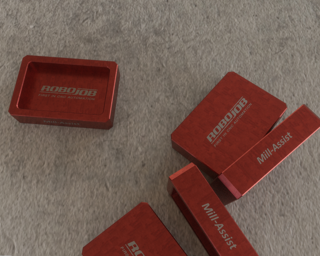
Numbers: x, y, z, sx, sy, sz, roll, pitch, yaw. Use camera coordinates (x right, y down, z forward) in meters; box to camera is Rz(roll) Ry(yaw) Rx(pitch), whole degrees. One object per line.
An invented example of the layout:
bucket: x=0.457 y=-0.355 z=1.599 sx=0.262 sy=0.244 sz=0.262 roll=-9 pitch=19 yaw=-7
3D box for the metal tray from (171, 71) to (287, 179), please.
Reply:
metal tray: x=0.088 y=-0.003 z=0.401 sx=0.090 sy=0.030 sz=0.130 roll=37 pitch=73 yaw=19

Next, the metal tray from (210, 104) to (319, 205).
metal tray: x=0.118 y=0.035 z=0.362 sx=0.131 sy=0.090 sz=0.030 roll=-37 pitch=75 yaw=-13

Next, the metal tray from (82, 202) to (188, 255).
metal tray: x=-0.013 y=0.161 z=0.346 sx=0.090 sy=0.030 sz=0.130 roll=-36 pitch=74 yaw=-13

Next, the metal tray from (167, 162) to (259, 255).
metal tray: x=0.056 y=0.107 z=0.335 sx=0.030 sy=0.090 sz=0.130 roll=-31 pitch=73 yaw=-11

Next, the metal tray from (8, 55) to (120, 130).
metal tray: x=-0.126 y=-0.049 z=0.421 sx=0.131 sy=0.030 sz=0.090 roll=4 pitch=70 yaw=1
